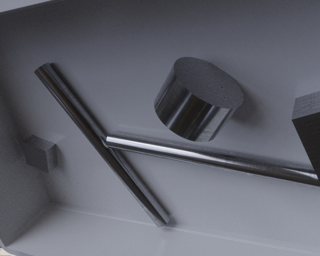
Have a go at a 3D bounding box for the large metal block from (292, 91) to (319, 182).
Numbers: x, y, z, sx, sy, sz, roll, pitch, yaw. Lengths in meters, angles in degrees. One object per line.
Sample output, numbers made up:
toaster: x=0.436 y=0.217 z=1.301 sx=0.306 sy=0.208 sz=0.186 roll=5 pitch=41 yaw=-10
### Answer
large metal block: x=0.184 y=0.003 z=0.297 sx=0.080 sy=0.050 sz=0.080 roll=-19 pitch=109 yaw=35

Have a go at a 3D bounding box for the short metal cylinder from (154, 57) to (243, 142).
short metal cylinder: x=0.040 y=-0.031 z=0.332 sx=0.080 sy=0.080 sz=0.050 roll=35 pitch=129 yaw=5

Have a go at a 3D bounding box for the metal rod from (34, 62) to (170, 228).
metal rod: x=-0.081 y=0.032 z=0.469 sx=0.025 sy=0.025 sz=0.299 roll=-28 pitch=103 yaw=37

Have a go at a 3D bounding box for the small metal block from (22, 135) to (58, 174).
small metal block: x=-0.210 y=0.046 z=0.545 sx=0.050 sy=0.025 sz=0.050 roll=18 pitch=126 yaw=17

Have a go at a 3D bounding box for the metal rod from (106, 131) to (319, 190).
metal rod: x=0.065 y=0.039 z=0.397 sx=0.301 sy=0.025 sz=0.025 roll=9 pitch=122 yaw=23
